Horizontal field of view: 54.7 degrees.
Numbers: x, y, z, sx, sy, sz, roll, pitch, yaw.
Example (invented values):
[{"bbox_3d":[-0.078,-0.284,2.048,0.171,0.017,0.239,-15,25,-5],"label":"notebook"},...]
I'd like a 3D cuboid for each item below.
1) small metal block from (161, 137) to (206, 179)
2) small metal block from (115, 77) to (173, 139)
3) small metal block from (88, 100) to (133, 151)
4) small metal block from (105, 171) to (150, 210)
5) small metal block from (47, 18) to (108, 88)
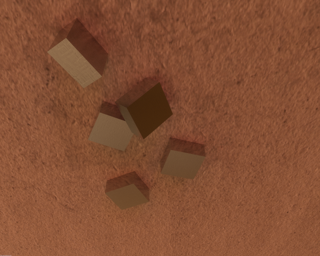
[{"bbox_3d":[0.032,0.045,0.446,0.050,0.025,0.050,12,129,-11],"label":"small metal block"},{"bbox_3d":[-0.018,-0.024,0.369,0.050,0.025,0.050,-41,131,-20],"label":"small metal block"},{"bbox_3d":[-0.061,-0.002,0.405,0.050,0.025,0.050,19,127,-16],"label":"small metal block"},{"bbox_3d":[-0.051,0.100,0.492,0.050,0.025,0.050,-21,128,16],"label":"small metal block"},{"bbox_3d":[-0.083,-0.078,0.323,0.025,0.050,0.050,-28,125,21],"label":"small metal block"}]
